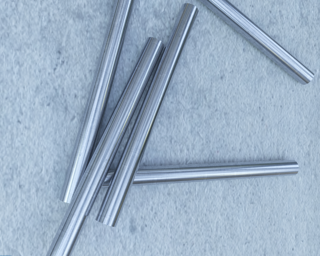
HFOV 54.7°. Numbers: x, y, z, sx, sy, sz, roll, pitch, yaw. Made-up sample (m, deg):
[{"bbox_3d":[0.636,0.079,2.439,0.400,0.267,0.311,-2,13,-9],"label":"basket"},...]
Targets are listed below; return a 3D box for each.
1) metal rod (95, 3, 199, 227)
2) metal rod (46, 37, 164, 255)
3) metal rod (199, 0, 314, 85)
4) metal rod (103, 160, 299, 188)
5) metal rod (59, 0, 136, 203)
[{"bbox_3d":[-0.010,-0.027,0.389,0.025,0.025,0.299,26,75,-19],"label":"metal rod"},{"bbox_3d":[-0.062,0.022,0.370,0.025,0.025,0.299,28,74,-18],"label":"metal rod"},{"bbox_3d":[0.116,-0.156,0.452,0.301,0.025,0.025,32,80,-18],"label":"metal rod"},{"bbox_3d":[0.068,0.062,0.435,0.303,0.025,0.025,0,90,-21],"label":"metal rod"},{"bbox_3d":[-0.071,-0.057,0.383,0.025,0.025,0.299,16,84,-20],"label":"metal rod"}]
